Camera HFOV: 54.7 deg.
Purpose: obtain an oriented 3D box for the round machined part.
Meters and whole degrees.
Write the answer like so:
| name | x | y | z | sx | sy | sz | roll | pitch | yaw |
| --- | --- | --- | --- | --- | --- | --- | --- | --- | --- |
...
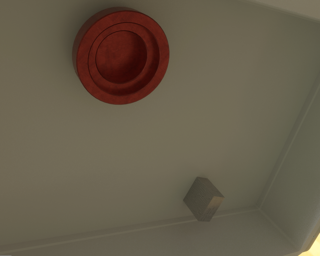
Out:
| name | x | y | z | sx | sy | sz | roll | pitch | yaw |
| --- | --- | --- | --- | --- | --- | --- | --- | --- | --- |
| round machined part | -0.043 | -0.077 | 0.327 | 0.099 | 0.042 | 0.097 | -14 | 125 | -21 |

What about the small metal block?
| name | x | y | z | sx | sy | sz | roll | pitch | yaw |
| --- | --- | --- | --- | --- | --- | --- | --- | --- | --- |
| small metal block | 0.071 | 0.116 | 0.505 | 0.025 | 0.050 | 0.050 | 16 | 110 | -35 |
